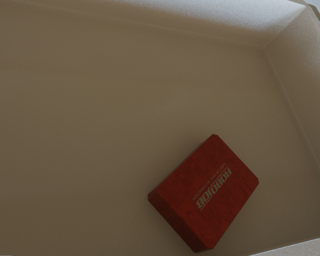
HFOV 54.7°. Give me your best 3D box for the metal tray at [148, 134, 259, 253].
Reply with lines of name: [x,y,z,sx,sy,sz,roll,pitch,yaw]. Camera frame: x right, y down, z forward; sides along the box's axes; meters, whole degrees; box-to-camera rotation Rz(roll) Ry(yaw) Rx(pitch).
metal tray: [0.059,0.076,0.389,0.090,0.030,0.131,48,51,5]
